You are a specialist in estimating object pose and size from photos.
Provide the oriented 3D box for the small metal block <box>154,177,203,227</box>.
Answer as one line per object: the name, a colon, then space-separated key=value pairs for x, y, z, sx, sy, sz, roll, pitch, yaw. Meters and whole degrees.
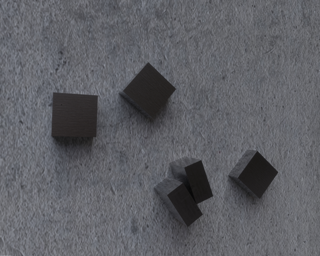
small metal block: x=0.023 y=0.095 z=0.404 sx=0.025 sy=0.050 sz=0.050 roll=-35 pitch=102 yaw=-17

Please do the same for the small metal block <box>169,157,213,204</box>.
small metal block: x=0.040 y=0.068 z=0.411 sx=0.025 sy=0.050 sz=0.050 roll=-21 pitch=97 yaw=-19

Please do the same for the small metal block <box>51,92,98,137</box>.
small metal block: x=-0.103 y=-0.015 z=0.371 sx=0.050 sy=0.025 sz=0.050 roll=2 pitch=89 yaw=-20

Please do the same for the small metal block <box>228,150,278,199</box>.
small metal block: x=0.139 y=0.068 z=0.460 sx=0.050 sy=0.025 sz=0.050 roll=43 pitch=76 yaw=-15

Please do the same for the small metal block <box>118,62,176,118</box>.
small metal block: x=-0.016 y=-0.048 z=0.403 sx=0.050 sy=0.025 sz=0.050 roll=42 pitch=77 yaw=-15
